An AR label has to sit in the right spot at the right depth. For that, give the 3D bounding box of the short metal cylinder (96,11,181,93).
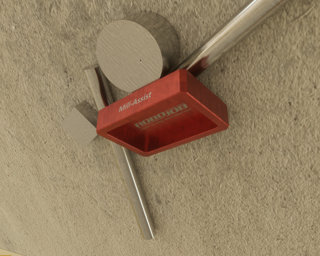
[{"bbox_3d":[-0.023,-0.086,0.350,0.080,0.050,0.079,13,124,21],"label":"short metal cylinder"}]

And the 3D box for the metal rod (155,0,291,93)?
[{"bbox_3d":[0.050,-0.078,0.332,0.025,0.025,0.299,48,129,-6],"label":"metal rod"}]

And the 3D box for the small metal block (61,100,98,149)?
[{"bbox_3d":[-0.112,-0.005,0.463,0.050,0.025,0.050,46,129,-4],"label":"small metal block"}]

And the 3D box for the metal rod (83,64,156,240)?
[{"bbox_3d":[-0.053,0.051,0.466,0.025,0.025,0.298,0,118,28],"label":"metal rod"}]

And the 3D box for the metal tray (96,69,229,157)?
[{"bbox_3d":[0.002,-0.010,0.362,0.130,0.030,0.090,-22,143,34],"label":"metal tray"}]
